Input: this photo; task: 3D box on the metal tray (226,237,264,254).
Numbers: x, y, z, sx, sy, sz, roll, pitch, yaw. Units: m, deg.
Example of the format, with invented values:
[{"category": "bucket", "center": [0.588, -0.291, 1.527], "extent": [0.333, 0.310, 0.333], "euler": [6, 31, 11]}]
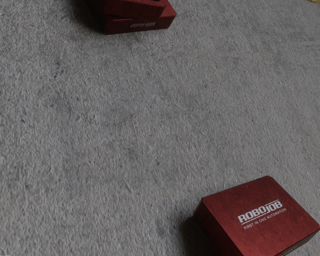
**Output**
[{"category": "metal tray", "center": [0.100, 0.196, 0.334], "extent": [0.090, 0.030, 0.130], "euler": [33, 51, -7]}]

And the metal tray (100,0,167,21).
[{"category": "metal tray", "center": [-0.052, -0.225, 0.470], "extent": [0.091, 0.030, 0.130], "euler": [-4, 64, -30]}]

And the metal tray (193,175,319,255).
[{"category": "metal tray", "center": [0.116, 0.111, 0.371], "extent": [0.131, 0.030, 0.090], "euler": [-9, 44, -35]}]

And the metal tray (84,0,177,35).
[{"category": "metal tray", "center": [-0.048, -0.199, 0.496], "extent": [0.131, 0.030, 0.090], "euler": [-19, 72, -35]}]
